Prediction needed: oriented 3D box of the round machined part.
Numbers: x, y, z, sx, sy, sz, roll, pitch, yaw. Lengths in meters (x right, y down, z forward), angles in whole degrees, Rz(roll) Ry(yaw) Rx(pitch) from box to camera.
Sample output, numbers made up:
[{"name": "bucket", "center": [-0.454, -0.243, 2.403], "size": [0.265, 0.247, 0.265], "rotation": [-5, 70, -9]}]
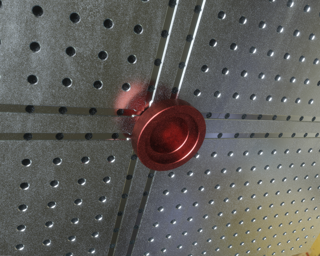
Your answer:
[{"name": "round machined part", "center": [0.008, 0.005, 0.410], "size": [0.099, 0.042, 0.097], "rotation": [-14, 125, -21]}]
